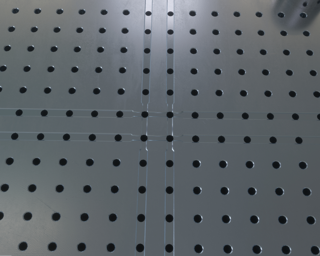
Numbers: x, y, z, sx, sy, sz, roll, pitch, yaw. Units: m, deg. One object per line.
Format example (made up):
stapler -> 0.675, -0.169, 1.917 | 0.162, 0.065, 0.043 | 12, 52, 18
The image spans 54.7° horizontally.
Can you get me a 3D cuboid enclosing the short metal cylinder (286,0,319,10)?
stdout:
short metal cylinder -> 0.239, -0.235, 0.486 | 0.081, 0.050, 0.080 | 0, 70, 0
